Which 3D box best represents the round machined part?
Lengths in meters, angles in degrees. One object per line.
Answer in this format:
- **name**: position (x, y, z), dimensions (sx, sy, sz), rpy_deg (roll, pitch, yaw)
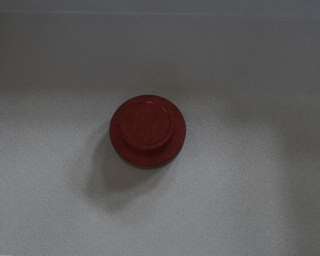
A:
- **round machined part**: position (-0.016, 0.001, 0.396), dimensions (0.099, 0.042, 0.098), rpy_deg (0, 70, -1)
